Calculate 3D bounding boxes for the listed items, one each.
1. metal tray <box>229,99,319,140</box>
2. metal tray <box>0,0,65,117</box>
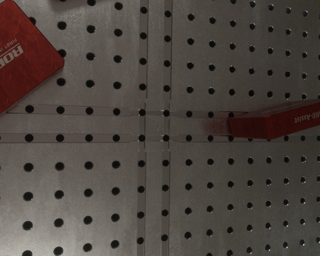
[{"bbox_3d":[0.179,-0.015,0.445,0.131,0.090,0.030,-14,95,-20],"label":"metal tray"},{"bbox_3d":[-0.185,-0.066,0.341,0.130,0.030,0.090,-43,104,-15],"label":"metal tray"}]
